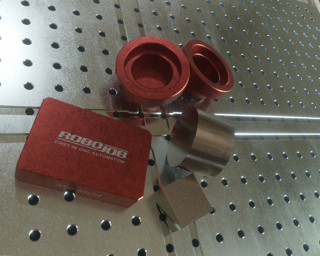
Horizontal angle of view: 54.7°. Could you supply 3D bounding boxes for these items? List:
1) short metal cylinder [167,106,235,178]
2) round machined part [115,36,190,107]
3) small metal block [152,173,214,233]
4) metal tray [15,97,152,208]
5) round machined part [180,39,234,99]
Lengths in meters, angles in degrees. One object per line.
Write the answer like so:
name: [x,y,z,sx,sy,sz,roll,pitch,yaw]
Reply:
short metal cylinder: [0.049,0.018,0.390,0.050,0.080,0.080,20,54,-17]
round machined part: [-0.012,-0.073,0.425,0.099,0.042,0.098,3,68,-8]
small metal block: [0.027,0.089,0.370,0.050,0.025,0.050,-18,71,-35]
metal tray: [-0.079,0.028,0.346,0.131,0.030,0.090,19,54,-17]
round machined part: [0.064,-0.085,0.478,0.099,0.042,0.098,23,47,-28]
